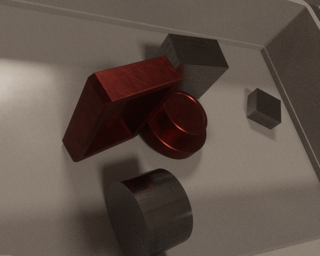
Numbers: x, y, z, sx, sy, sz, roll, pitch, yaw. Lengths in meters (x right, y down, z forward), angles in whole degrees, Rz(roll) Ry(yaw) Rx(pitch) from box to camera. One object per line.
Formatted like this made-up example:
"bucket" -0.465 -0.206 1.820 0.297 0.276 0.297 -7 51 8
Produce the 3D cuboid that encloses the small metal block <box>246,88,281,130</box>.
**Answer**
"small metal block" 0.176 -0.032 0.523 0.050 0.025 0.050 25 53 -13

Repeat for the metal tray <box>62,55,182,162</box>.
"metal tray" -0.044 -0.016 0.326 0.091 0.129 0.030 -24 75 -37

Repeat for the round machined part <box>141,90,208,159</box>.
"round machined part" 0.023 -0.011 0.408 0.099 0.042 0.098 20 49 -25

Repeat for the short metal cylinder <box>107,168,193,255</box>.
"short metal cylinder" -0.012 0.086 0.313 0.050 0.080 0.080 -13 69 -34

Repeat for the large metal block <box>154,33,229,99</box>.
"large metal block" 0.036 -0.084 0.443 0.081 0.080 0.050 -2 63 -30
